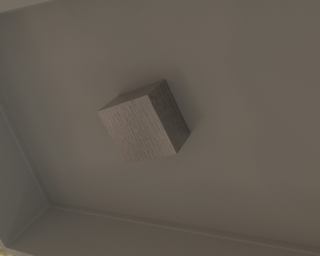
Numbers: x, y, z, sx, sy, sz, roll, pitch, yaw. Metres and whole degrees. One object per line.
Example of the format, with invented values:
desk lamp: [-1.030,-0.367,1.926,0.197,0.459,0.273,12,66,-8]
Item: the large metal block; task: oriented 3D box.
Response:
large metal block: [-0.019,-0.007,0.397,0.080,0.050,0.080,-14,111,33]
